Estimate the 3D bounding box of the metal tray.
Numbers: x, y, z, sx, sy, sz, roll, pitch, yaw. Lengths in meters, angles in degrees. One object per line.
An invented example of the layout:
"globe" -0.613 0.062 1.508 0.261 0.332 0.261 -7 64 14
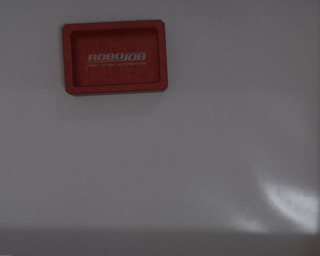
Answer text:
"metal tray" -0.057 -0.090 0.408 0.131 0.030 0.089 -3 90 -1
